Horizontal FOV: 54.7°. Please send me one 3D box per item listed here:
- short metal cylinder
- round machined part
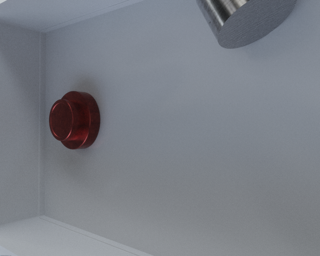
[{"bbox_3d":[0.082,-0.123,0.302,0.080,0.081,0.050,-36,68,34],"label":"short metal cylinder"},{"bbox_3d":[-0.147,-0.013,0.514,0.098,0.042,0.097,0,90,39],"label":"round machined part"}]
